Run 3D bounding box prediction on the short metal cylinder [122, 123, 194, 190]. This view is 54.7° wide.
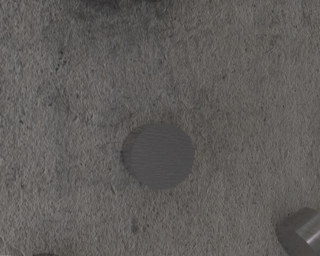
[{"bbox_3d":[-0.004,0.034,0.394,0.081,0.050,0.080,0,90,-20],"label":"short metal cylinder"}]

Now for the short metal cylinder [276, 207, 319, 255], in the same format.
[{"bbox_3d":[0.223,0.167,0.462,0.050,0.080,0.080,-30,100,-17],"label":"short metal cylinder"}]

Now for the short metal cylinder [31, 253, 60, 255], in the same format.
[{"bbox_3d":[-0.134,0.190,0.347,0.081,0.050,0.080,0,90,-20],"label":"short metal cylinder"}]

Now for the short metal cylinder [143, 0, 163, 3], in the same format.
[{"bbox_3d":[-0.003,-0.205,0.383,0.081,0.050,0.080,4,84,-36],"label":"short metal cylinder"}]

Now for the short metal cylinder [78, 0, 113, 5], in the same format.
[{"bbox_3d":[-0.081,-0.185,0.348,0.080,0.050,0.079,1,99,8],"label":"short metal cylinder"}]
